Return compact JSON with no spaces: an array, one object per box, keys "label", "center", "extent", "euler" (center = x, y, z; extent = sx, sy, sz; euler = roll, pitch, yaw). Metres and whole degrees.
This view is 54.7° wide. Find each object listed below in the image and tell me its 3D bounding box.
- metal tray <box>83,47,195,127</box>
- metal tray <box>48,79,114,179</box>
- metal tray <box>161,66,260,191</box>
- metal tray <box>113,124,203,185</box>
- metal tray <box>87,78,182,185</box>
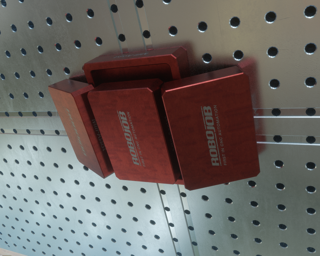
[{"label":"metal tray","center":[-0.025,-0.048,0.390],"extent":[0.130,0.030,0.089],"euler":[0,119,27]},{"label":"metal tray","center":[-0.106,0.000,0.438],"extent":[0.090,0.030,0.129],"euler":[19,131,49]},{"label":"metal tray","center":[0.059,0.004,0.354],"extent":[0.090,0.030,0.129],"euler":[-13,115,3]},{"label":"metal tray","center":[-0.004,0.031,0.429],"extent":[0.130,0.030,0.089],"euler":[0,119,27]},{"label":"metal tray","center":[-0.028,0.007,0.386],"extent":[0.090,0.030,0.129],"euler":[0,118,28]}]
